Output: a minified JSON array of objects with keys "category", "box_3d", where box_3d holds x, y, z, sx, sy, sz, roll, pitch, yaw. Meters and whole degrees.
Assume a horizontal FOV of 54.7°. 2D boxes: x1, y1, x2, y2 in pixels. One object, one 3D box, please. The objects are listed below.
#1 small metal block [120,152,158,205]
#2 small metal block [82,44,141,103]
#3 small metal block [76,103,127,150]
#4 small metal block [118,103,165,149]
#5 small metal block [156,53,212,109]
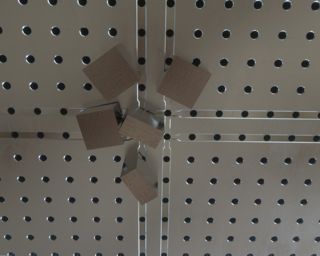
[{"category":"small metal block","box_3d":[-0.027,0.068,0.425,0.025,0.050,0.050,-31,108,10]},{"category":"small metal block","box_3d":[-0.059,-0.069,0.387,0.050,0.025,0.050,-33,107,11]},{"category":"small metal block","box_3d":[-0.076,-0.002,0.409,0.050,0.025,0.050,-9,110,9]},{"category":"small metal block","box_3d":[-0.022,-0.003,0.399,0.050,0.050,0.025,26,108,-10]},{"category":"small metal block","box_3d":[0.029,-0.059,0.392,0.050,0.025,0.050,26,108,-10]}]
